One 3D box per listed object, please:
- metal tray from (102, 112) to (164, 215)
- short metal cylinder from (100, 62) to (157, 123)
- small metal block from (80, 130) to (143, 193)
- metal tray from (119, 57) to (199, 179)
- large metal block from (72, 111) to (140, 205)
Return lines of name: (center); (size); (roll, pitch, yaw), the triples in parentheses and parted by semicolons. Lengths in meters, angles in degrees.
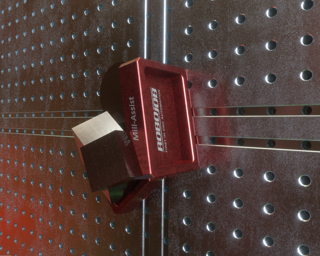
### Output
metal tray: (-0.061, 0.047, 0.452); (0.090, 0.030, 0.130); (-50, 61, 28)
short metal cylinder: (-0.036, -0.046, 0.420); (0.080, 0.050, 0.079); (0, 90, 39)
small metal block: (-0.052, 0.035, 0.327); (0.050, 0.025, 0.050); (-25, 74, 25)
metal tray: (0.001, -0.010, 0.364); (0.030, 0.091, 0.129); (-12, 83, 39)
large metal block: (-0.066, 0.039, 0.405); (0.080, 0.050, 0.080); (47, 153, 29)
